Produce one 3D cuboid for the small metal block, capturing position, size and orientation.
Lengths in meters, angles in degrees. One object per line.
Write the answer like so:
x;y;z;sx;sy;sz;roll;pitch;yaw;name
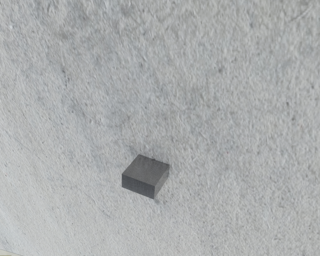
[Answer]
-0.020;0.068;0.442;0.050;0.050;0.025;17;125;18;small metal block
